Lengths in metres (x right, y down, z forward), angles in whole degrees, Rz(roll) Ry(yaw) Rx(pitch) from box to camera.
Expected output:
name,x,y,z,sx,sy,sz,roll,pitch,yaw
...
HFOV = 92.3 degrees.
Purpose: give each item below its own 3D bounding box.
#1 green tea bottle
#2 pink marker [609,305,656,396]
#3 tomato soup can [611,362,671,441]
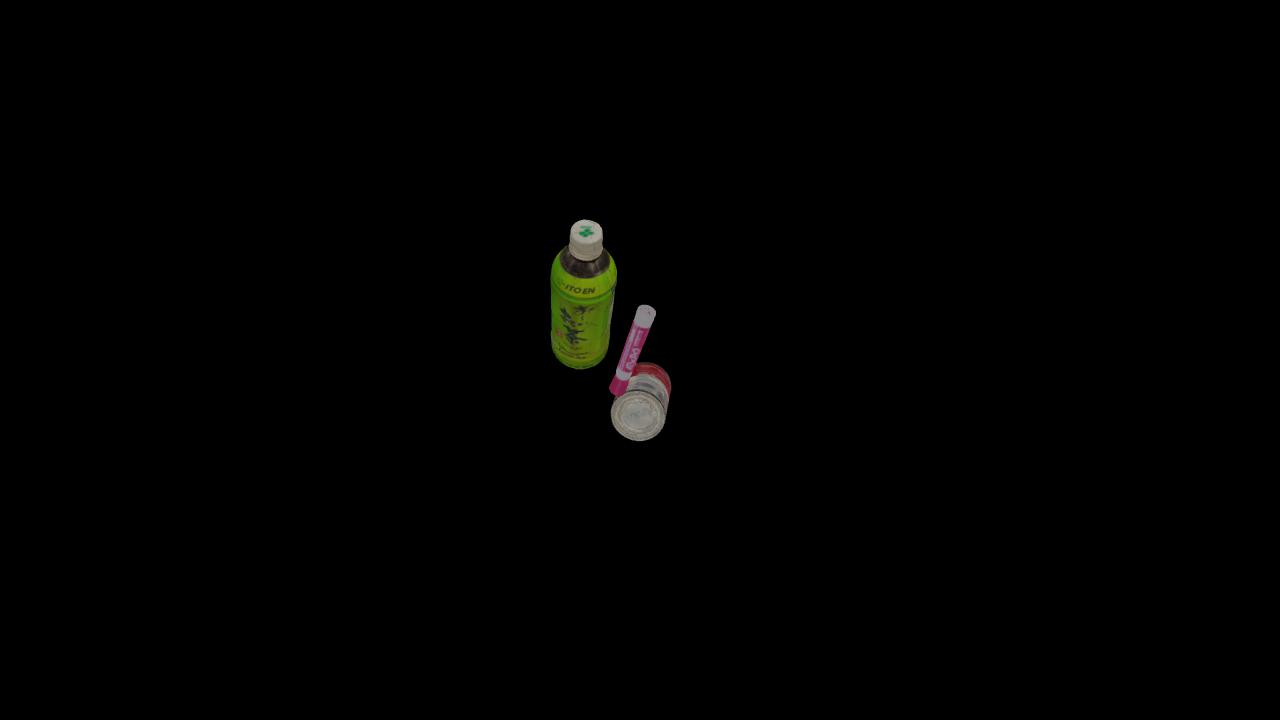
name,x,y,z,sx,sy,sz,roll,pitch,yaw
green tea bottle,-0.061,-0.069,0.664,0.073,0.073,0.212,0,-32,-9
pink marker,-0.009,-0.006,0.633,0.020,0.020,0.121,0,-44,-22
tomato soup can,0.003,0.051,0.764,0.068,0.068,0.101,0,19,6
